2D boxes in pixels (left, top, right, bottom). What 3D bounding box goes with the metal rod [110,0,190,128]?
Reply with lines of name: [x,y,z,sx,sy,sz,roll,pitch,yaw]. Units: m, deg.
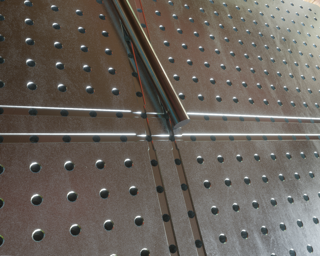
metal rod: [-0.031,-0.134,0.472,0.025,0.025,0.299,-14,69,-34]
